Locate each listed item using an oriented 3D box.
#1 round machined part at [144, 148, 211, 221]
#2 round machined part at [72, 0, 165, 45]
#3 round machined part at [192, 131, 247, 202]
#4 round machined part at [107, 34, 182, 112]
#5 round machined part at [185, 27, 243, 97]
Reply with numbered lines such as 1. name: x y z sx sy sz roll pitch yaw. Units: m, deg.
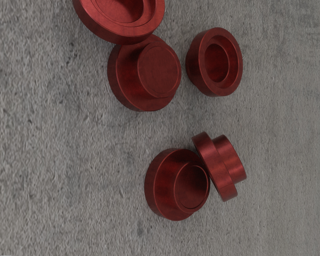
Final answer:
1. round machined part: 0.030 0.077 0.419 0.099 0.042 0.097 0 90 -40
2. round machined part: -0.047 -0.136 0.341 0.099 0.042 0.098 7 74 -26
3. round machined part: 0.084 0.048 0.424 0.042 0.098 0.098 -26 111 3
4. round machined part: -0.012 -0.069 0.383 0.099 0.042 0.097 0 90 -40
5. round machined part: 0.076 -0.094 0.457 0.099 0.042 0.097 0 90 -40
